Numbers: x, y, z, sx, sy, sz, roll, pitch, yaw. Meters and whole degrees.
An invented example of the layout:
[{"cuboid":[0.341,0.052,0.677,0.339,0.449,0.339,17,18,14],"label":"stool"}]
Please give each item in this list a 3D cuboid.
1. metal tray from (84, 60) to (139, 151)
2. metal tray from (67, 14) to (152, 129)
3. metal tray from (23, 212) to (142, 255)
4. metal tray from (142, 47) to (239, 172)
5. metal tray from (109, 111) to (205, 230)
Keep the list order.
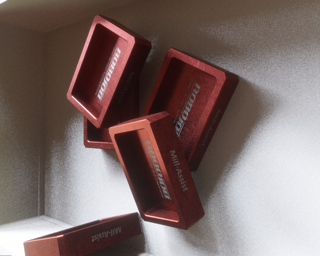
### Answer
[{"cuboid":[-0.074,-0.034,0.462,0.090,0.030,0.129,1,90,39],"label":"metal tray"},{"cuboid":[-0.073,-0.075,0.421,0.090,0.030,0.129,39,114,32],"label":"metal tray"},{"cuboid":[-0.100,0.148,0.418,0.090,0.131,0.030,-22,76,37],"label":"metal tray"},{"cuboid":[0.027,-0.021,0.379,0.090,0.030,0.129,35,111,34],"label":"metal tray"},{"cuboid":[-0.007,0.051,0.370,0.090,0.030,0.129,-11,101,52],"label":"metal tray"}]
